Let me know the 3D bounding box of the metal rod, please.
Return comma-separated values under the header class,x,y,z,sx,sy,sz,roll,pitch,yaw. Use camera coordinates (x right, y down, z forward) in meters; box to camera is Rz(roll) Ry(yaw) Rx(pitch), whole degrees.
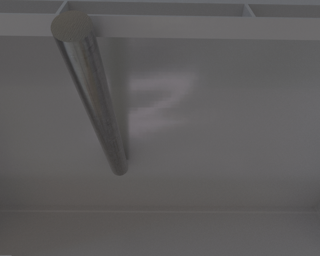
class,x,y,z,sx,sy,sz,roll,pitch,yaw
metal rod,-0.057,-0.001,0.324,0.025,0.025,0.299,1,156,-1
